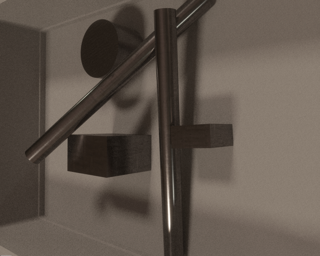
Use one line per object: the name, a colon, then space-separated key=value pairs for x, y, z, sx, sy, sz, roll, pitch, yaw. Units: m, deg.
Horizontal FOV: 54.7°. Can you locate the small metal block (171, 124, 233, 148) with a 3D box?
small metal block: x=0.048 y=0.009 z=0.350 sx=0.050 sy=0.050 sz=0.025 roll=-4 pitch=88 yaw=39

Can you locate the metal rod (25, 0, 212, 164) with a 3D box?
metal rod: x=-0.059 y=-0.057 z=0.391 sx=0.300 sy=0.025 sz=0.025 roll=-40 pitch=64 yaw=11

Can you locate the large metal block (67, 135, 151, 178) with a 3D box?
large metal block: x=-0.069 y=0.034 z=0.425 sx=0.080 sy=0.081 sz=0.050 roll=1 pitch=91 yaw=39

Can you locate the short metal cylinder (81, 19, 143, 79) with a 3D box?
short metal cylinder: x=-0.069 y=-0.109 z=0.445 sx=0.080 sy=0.050 sz=0.079 roll=0 pitch=90 yaw=39

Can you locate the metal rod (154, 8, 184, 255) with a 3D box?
metal rod: x=0.012 y=0.016 z=0.368 sx=0.025 sy=0.025 sz=0.298 roll=5 pitch=101 yaw=39
